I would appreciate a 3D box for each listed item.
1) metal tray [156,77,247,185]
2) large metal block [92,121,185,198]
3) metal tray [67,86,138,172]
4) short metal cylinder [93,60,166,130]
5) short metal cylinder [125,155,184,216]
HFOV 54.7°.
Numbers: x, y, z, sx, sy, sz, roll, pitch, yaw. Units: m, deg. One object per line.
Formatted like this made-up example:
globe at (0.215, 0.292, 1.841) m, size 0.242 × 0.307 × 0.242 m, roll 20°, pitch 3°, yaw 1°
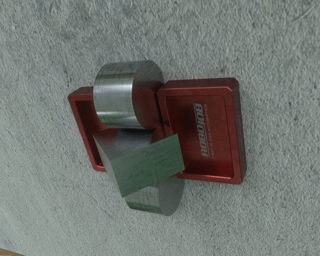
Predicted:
metal tray at (0.054, 0.005, 0.381) m, size 0.090 × 0.030 × 0.129 m, roll 1°, pitch 119°, yaw 27°
large metal block at (-0.028, 0.029, 0.378) m, size 0.080 × 0.081 × 0.050 m, roll 39°, pitch 146°, yaw 58°
metal tray at (-0.070, 0.005, 0.446) m, size 0.090 × 0.030 × 0.129 m, roll 1°, pitch 119°, yaw 27°
short metal cylinder at (-0.033, -0.038, 0.366) m, size 0.050 × 0.080 × 0.080 m, roll 2°, pitch 119°, yaw 27°
short metal cylinder at (-0.006, 0.076, 0.423) m, size 0.050 × 0.080 × 0.080 m, roll 2°, pitch 119°, yaw 27°
